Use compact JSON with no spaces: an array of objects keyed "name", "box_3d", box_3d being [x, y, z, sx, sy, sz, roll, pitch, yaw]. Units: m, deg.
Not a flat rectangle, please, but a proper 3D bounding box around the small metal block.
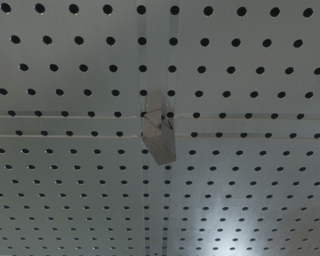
[{"name":"small metal block","box_3d":[0.000,0.012,0.405,0.025,0.050,0.050,-18,128,14]}]
